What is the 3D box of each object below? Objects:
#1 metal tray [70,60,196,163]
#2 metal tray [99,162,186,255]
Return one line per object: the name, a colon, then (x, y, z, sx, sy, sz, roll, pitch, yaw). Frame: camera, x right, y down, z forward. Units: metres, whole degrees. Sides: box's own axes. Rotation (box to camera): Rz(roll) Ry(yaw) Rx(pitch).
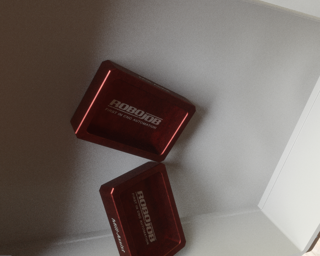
metal tray: (-0.029, -0.015, 0.379, 0.131, 0.030, 0.090, 21, 107, -36)
metal tray: (-0.020, 0.121, 0.417, 0.091, 0.030, 0.129, -23, 103, -39)
